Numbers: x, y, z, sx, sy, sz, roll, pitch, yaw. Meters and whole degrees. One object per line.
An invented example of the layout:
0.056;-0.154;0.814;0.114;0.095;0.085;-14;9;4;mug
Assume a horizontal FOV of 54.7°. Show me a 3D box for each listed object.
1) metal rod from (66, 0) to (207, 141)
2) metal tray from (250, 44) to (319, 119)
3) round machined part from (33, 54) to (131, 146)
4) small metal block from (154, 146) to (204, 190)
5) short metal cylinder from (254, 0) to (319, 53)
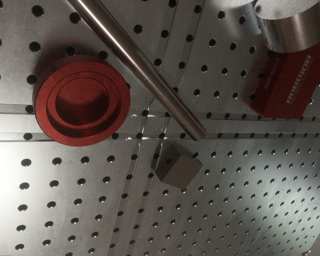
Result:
-0.025;-0.073;0.353;0.025;0.025;0.300;-44;130;2;metal rod
0.202;-0.078;0.473;0.091;0.030;0.129;1;118;-30;metal tray
-0.085;-0.032;0.335;0.099;0.042;0.097;-14;125;-21;round machined part
0.029;0.061;0.467;0.050;0.025;0.050;27;103;-38;small metal block
0.164;-0.139;0.382;0.080;0.080;0.050;-39;130;-2;short metal cylinder
